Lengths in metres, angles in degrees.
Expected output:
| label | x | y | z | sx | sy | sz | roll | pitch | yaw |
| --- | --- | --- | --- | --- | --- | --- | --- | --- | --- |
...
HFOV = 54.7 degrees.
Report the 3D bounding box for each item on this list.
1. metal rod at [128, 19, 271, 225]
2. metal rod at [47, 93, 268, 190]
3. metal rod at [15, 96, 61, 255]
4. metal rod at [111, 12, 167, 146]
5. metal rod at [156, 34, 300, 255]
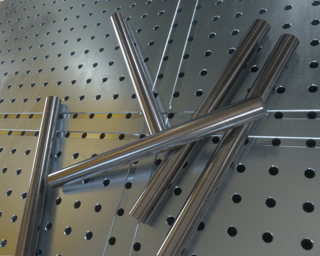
| label | x | y | z | sx | sy | sz | roll | pitch | yaw |
| --- | --- | --- | --- | --- | --- | --- | --- | --- | --- |
| metal rod | 0.056 | -0.017 | 0.388 | 0.025 | 0.025 | 0.300 | 25 | 75 | 36 |
| metal rod | -0.022 | 0.026 | 0.377 | 0.300 | 0.025 | 0.025 | -21 | 54 | 25 |
| metal rod | -0.176 | 0.079 | 0.449 | 0.025 | 0.025 | 0.299 | -15 | 55 | 19 |
| metal rod | -0.037 | -0.089 | 0.480 | 0.025 | 0.025 | 0.299 | -28 | 52 | 10 |
| metal rod | 0.084 | 0.013 | 0.354 | 0.025 | 0.025 | 0.300 | 23 | 73 | 36 |
